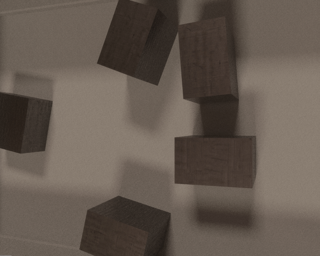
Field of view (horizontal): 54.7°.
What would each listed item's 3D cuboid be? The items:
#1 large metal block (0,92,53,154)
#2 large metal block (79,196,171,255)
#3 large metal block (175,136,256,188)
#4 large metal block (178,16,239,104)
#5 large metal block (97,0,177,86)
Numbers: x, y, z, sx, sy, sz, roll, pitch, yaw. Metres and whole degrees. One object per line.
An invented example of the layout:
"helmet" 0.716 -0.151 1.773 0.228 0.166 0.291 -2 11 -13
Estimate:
"large metal block" -0.219 -0.010 0.473 0.080 0.050 0.079 11 94 19
"large metal block" -0.041 0.130 0.395 0.080 0.080 0.050 14 95 19
"large metal block" 0.067 0.035 0.357 0.080 0.080 0.050 0 90 19
"large metal block" 0.059 -0.073 0.360 0.050 0.080 0.080 -5 89 20
"large metal block" -0.025 -0.104 0.389 0.050 0.080 0.080 23 98 18
